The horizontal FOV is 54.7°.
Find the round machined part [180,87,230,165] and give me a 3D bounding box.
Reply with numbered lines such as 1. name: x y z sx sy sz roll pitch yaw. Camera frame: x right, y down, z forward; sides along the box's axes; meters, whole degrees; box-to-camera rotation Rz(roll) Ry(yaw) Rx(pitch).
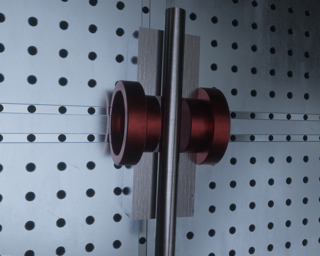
1. round machined part: 0.047 -0.002 0.391 0.042 0.098 0.097 2 90 -15

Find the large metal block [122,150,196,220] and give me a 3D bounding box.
1. large metal block: -0.002 0.069 0.398 0.081 0.050 0.080 3 89 -20

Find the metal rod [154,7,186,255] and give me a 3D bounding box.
1. metal rod: 0.011 0.011 0.363 0.025 0.025 0.298 3 89 -20

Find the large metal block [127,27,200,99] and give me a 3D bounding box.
1. large metal block: 0.003 -0.078 0.400 0.081 0.050 0.080 2 89 -20

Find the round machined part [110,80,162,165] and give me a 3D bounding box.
1. round machined part: -0.029 -0.005 0.362 0.042 0.098 0.097 2 90 -20
